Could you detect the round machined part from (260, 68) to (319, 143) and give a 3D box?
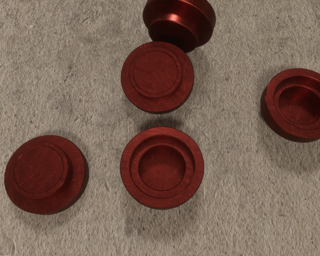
[{"bbox_3d":[0.182,-0.027,0.411,0.099,0.042,0.098,0,70,-1],"label":"round machined part"}]

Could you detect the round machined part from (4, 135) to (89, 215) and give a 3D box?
[{"bbox_3d":[-0.141,0.054,0.378,0.099,0.042,0.098,0,70,-1],"label":"round machined part"}]

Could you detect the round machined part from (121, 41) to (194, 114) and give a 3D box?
[{"bbox_3d":[-0.004,-0.069,0.411,0.099,0.042,0.097,0,85,5],"label":"round machined part"}]

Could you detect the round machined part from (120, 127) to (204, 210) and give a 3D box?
[{"bbox_3d":[0.003,0.051,0.381,0.099,0.042,0.098,0,70,-1],"label":"round machined part"}]

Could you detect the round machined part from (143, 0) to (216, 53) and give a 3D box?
[{"bbox_3d":[0.023,-0.138,0.421,0.098,0.098,0.042,17,71,5],"label":"round machined part"}]
